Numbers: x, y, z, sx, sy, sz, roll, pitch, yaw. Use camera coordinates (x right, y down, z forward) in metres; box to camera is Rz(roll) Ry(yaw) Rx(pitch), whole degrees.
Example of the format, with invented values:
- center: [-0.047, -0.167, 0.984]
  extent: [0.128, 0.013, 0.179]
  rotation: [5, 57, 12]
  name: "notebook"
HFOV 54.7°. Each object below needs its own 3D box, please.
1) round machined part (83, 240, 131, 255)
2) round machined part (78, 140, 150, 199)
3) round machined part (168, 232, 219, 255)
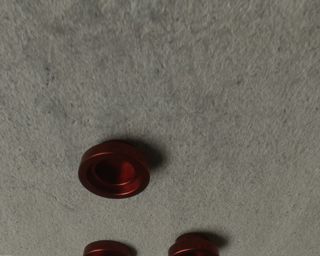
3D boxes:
- center: [-0.108, 0.271, 0.626]
  extent: [0.099, 0.042, 0.097]
  rotation: [-1, 130, 0]
  name: "round machined part"
- center: [-0.063, 0.055, 0.442]
  extent: [0.099, 0.042, 0.097]
  rotation: [-1, 130, 0]
  name: "round machined part"
- center: [0.065, 0.240, 0.602]
  extent: [0.099, 0.042, 0.097]
  rotation: [-1, 130, 0]
  name: "round machined part"
